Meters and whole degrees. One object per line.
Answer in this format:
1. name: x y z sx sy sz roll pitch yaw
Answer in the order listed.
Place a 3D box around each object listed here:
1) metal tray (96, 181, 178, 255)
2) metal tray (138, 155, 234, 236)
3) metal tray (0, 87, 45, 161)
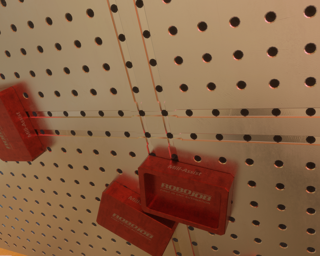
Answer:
1. metal tray: -0.040 0.156 0.524 0.130 0.030 0.089 26 128 11
2. metal tray: 0.035 0.096 0.447 0.130 0.030 0.089 11 123 21
3. metal tray: -0.270 -0.003 0.545 0.090 0.030 0.129 -3 117 29
